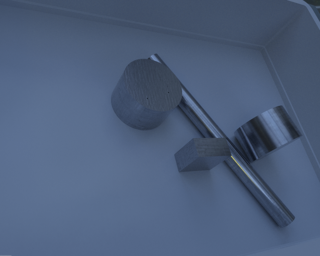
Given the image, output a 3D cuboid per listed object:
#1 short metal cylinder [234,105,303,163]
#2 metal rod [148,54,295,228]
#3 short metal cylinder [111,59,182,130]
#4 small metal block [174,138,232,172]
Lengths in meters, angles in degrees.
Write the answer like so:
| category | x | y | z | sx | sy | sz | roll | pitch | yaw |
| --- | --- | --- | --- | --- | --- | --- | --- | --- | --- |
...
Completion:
| category | x | y | z | sx | sy | sz | roll | pitch | yaw |
| --- | --- | --- | --- | --- | --- | --- | --- | --- | --- |
| short metal cylinder | 0.156 | 0.010 | 0.451 | 0.081 | 0.080 | 0.050 | -16 | 71 | -35 |
| metal rod | 0.080 | 0.013 | 0.442 | 0.025 | 0.025 | 0.300 | -33 | 81 | -38 |
| short metal cylinder | -0.018 | -0.044 | 0.408 | 0.081 | 0.050 | 0.080 | 14 | 56 | -21 |
| small metal block | 0.054 | 0.035 | 0.399 | 0.050 | 0.050 | 0.025 | 1 | 62 | -28 |
